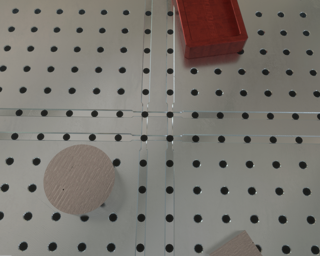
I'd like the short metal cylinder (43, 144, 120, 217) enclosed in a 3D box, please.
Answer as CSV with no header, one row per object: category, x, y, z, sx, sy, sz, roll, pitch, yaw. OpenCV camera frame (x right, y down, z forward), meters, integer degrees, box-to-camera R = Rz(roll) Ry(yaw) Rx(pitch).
short metal cylinder,-0.091,0.065,0.374,0.081,0.050,0.080,0,70,0

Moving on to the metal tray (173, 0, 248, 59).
metal tray,0.072,-0.174,0.472,0.091,0.030,0.130,-8,70,-3

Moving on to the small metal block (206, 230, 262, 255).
small metal block,0.090,0.154,0.356,0.050,0.025,0.050,-30,73,-10
